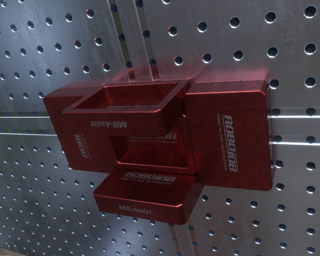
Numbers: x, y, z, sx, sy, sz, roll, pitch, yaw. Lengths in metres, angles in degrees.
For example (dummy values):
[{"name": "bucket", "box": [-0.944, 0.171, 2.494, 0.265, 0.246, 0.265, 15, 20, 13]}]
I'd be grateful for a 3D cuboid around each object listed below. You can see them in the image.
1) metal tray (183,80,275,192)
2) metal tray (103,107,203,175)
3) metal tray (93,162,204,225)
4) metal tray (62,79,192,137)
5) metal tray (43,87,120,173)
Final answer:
[{"name": "metal tray", "box": [0.084, 0.012, 0.368, 0.090, 0.030, 0.129, 0, 119, 26]}, {"name": "metal tray", "box": [-0.013, 0.014, 0.419, 0.130, 0.030, 0.089, 1, 119, 27]}, {"name": "metal tray", "box": [-0.013, 0.081, 0.422, 0.130, 0.090, 0.030, 1, 119, 27]}, {"name": "metal tray", "box": [-0.037, -0.025, 0.372, 0.130, 0.090, 0.030, 1, 119, 27]}, {"name": "metal tray", "box": [-0.113, 0.005, 0.468, 0.090, 0.030, 0.129, 1, 119, 27]}]
